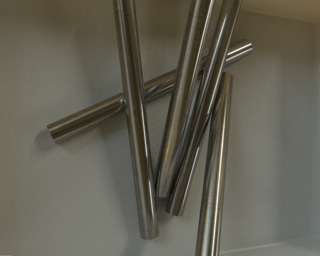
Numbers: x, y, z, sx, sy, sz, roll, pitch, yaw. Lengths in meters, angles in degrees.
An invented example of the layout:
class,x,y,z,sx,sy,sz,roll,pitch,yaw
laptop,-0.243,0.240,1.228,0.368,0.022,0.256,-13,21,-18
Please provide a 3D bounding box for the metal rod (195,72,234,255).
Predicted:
class,x,y,z,sx,sy,sz,roll,pitch,yaw
metal rod,0.067,0.054,0.373,0.025,0.025,0.300,23,58,-19

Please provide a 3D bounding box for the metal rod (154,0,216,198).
class,x,y,z,sx,sy,sz,roll,pitch,yaw
metal rod,0.028,-0.050,0.359,0.025,0.025,0.298,3,113,-20

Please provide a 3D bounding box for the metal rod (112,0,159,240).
class,x,y,z,sx,sy,sz,roll,pitch,yaw
metal rod,-0.027,-0.005,0.378,0.025,0.025,0.298,-10,102,-20

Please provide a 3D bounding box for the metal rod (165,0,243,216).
class,x,y,z,sx,sy,sz,roll,pitch,yaw
metal rod,0.058,-0.029,0.413,0.025,0.025,0.298,14,93,-20

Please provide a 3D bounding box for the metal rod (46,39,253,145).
class,x,y,z,sx,sy,sz,roll,pitch,yaw
metal rod,0.000,-0.056,0.411,0.302,0.025,0.025,-27,99,-18
